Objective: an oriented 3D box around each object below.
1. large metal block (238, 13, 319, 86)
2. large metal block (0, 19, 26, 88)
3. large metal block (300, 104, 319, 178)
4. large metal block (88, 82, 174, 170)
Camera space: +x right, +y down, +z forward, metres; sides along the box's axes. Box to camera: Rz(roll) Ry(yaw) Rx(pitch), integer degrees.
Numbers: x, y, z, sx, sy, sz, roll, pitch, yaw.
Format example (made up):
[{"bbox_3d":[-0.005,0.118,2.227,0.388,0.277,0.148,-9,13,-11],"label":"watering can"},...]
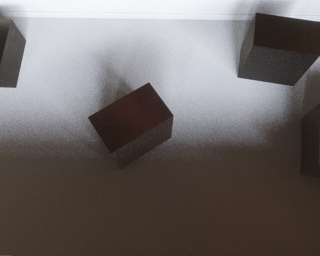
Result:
[{"bbox_3d":[0.157,-0.103,0.419,0.080,0.080,0.050,9,71,3],"label":"large metal block"},{"bbox_3d":[-0.244,-0.104,0.433,0.080,0.050,0.080,2,70,0],"label":"large metal block"},{"bbox_3d":[0.229,0.022,0.390,0.080,0.050,0.080,9,70,3],"label":"large metal block"},{"bbox_3d":[-0.032,0.001,0.380,0.080,0.080,0.050,-32,73,-11],"label":"large metal block"}]
